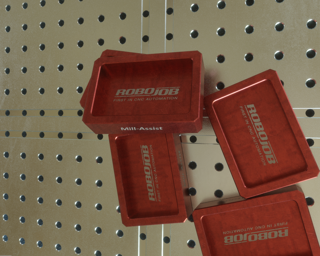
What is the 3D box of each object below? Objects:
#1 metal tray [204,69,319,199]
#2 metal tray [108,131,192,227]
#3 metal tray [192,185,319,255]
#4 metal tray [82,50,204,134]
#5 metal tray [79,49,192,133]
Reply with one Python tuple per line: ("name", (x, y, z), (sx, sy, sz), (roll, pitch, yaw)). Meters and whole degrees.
("metal tray", (0.117, 0.008, 0.368), (0.090, 0.030, 0.129), (-23, 83, 18))
("metal tray", (-0.013, 0.060, 0.413), (0.090, 0.030, 0.129), (-11, 87, 19))
("metal tray", (0.113, 0.127, 0.369), (0.130, 0.030, 0.090), (-16, 85, 18))
("metal tray", (-0.017, -0.040, 0.357), (0.131, 0.030, 0.090), (-1, 65, 14))
("metal tray", (-0.027, -0.050, 0.399), (0.130, 0.030, 0.090), (12, 69, 19))
